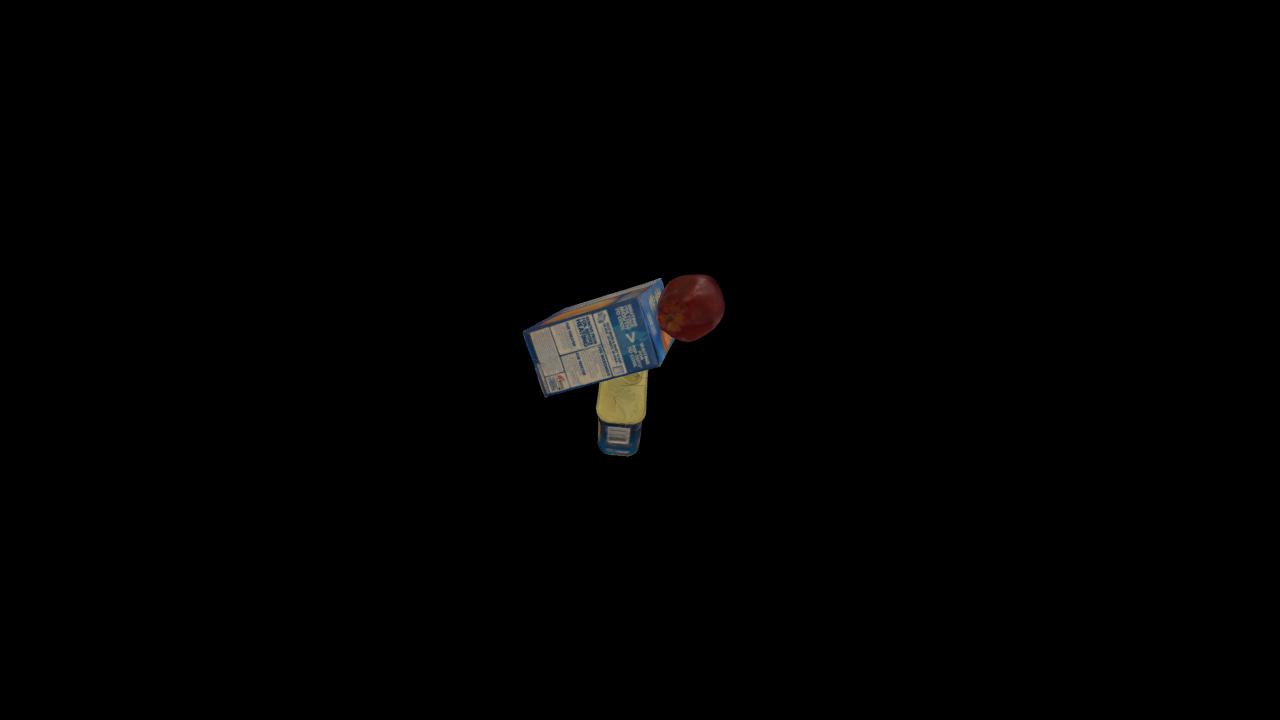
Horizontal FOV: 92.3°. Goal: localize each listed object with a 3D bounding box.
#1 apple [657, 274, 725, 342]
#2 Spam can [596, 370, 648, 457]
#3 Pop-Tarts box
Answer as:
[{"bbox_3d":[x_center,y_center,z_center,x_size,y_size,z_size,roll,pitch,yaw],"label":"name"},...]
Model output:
[{"bbox_3d":[0.059,-0.061,0.728,0.079,0.079,0.093,0,22,31],"label":"apple"},{"bbox_3d":[-0.023,0.056,0.751,0.058,0.101,0.085,5,-37,-1],"label":"Spam can"},{"bbox_3d":[-0.039,-0.032,0.742,0.141,0.083,0.167,-16,11,14],"label":"Pop-Tarts box"}]
